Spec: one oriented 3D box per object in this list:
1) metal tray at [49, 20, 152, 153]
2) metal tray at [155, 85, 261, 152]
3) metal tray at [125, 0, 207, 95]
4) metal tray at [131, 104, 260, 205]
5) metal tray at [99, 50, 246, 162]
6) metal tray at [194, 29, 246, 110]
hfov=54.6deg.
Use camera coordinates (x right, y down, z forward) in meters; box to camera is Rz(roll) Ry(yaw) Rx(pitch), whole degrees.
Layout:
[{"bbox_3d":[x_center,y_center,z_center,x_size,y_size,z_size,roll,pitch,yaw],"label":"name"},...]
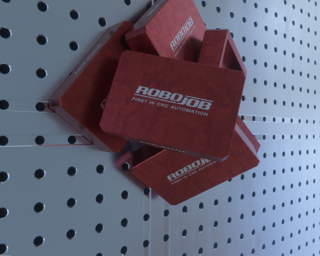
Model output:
[{"bbox_3d":[-0.052,-0.048,0.361,0.090,0.030,0.130,47,62,-31],"label":"metal tray"},{"bbox_3d":[0.065,-0.003,0.418,0.130,0.090,0.030,46,63,-31],"label":"metal tray"},{"bbox_3d":[0.018,-0.114,0.395,0.090,0.030,0.130,56,44,-29],"label":"metal tray"},{"bbox_3d":[0.042,0.038,0.381,0.090,0.130,0.030,46,24,-30],"label":"metal tray"},{"bbox_3d":[0.013,-0.024,0.321,0.030,0.130,0.090,67,37,-75],"label":"metal tray"},{"bbox_3d":[0.090,-0.070,0.448,0.130,0.030,0.090,33,68,-59],"label":"metal tray"}]
